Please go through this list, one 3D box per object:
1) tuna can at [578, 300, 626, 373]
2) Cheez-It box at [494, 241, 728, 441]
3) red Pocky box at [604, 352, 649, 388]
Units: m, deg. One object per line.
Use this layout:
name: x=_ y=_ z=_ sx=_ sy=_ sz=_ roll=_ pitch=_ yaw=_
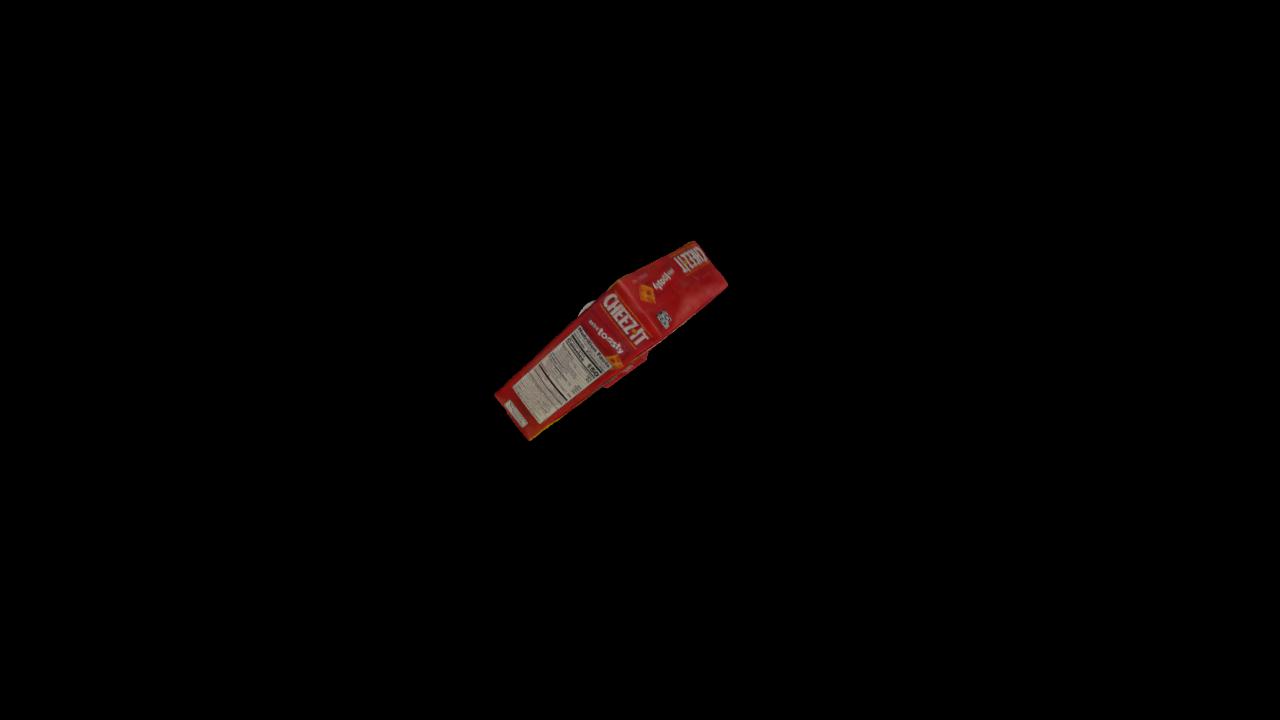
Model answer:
tuna can: x=-0.040 y=-0.026 z=0.694 sx=0.034 sy=0.084 sz=0.084 roll=1 pitch=-1 yaw=-38
Cheez-It box: x=-0.031 y=-0.021 z=0.649 sx=0.223 sy=0.071 sz=0.166 roll=-37 pitch=2 yaw=37
red Pocky box: x=-0.009 y=-0.044 z=0.760 sx=0.028 sy=0.155 sz=0.083 roll=33 pitch=-43 yaw=-20
